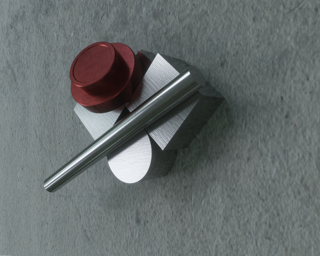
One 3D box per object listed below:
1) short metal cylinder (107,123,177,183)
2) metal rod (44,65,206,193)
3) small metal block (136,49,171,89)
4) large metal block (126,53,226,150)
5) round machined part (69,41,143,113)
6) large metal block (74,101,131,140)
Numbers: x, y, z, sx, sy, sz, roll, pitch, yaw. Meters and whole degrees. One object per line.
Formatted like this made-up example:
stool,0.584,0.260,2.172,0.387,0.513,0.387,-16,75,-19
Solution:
short metal cylinder,-0.025,0.029,0.408,0.080,0.050,0.079,0,90,39
metal rod,-0.065,0.018,0.392,0.299,0.025,0.025,-34,69,34
small metal block,-0.018,-0.069,0.418,0.050,0.025,0.050,50,119,28
large metal block,0.017,-0.031,0.375,0.080,0.050,0.080,49,119,28
round machined part,-0.075,-0.071,0.398,0.098,0.042,0.098,-12,60,21
large metal block,-0.068,-0.030,0.443,0.080,0.050,0.080,50,119,28
